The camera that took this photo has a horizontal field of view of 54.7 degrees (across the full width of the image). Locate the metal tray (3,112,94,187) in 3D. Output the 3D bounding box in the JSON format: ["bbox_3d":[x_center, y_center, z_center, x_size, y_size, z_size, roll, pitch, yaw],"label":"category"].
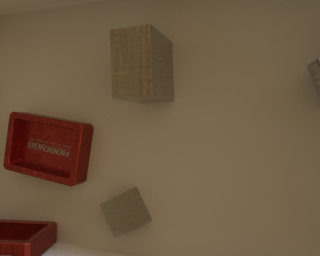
[{"bbox_3d":[-0.169,0.029,0.465,0.130,0.030,0.089,10,93,19],"label":"metal tray"}]

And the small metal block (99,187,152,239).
[{"bbox_3d":[-0.047,0.116,0.426,0.050,0.025,0.050,-29,81,17],"label":"small metal block"}]

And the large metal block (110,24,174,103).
[{"bbox_3d":[-0.019,-0.075,0.387,0.050,0.080,0.079,-2,89,20],"label":"large metal block"}]

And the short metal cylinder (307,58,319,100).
[{"bbox_3d":[0.199,-0.055,0.312,0.080,0.080,0.050,-20,83,18],"label":"short metal cylinder"}]

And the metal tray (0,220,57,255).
[{"bbox_3d":[-0.226,0.159,0.437,0.131,0.090,0.030,1,91,5],"label":"metal tray"}]
